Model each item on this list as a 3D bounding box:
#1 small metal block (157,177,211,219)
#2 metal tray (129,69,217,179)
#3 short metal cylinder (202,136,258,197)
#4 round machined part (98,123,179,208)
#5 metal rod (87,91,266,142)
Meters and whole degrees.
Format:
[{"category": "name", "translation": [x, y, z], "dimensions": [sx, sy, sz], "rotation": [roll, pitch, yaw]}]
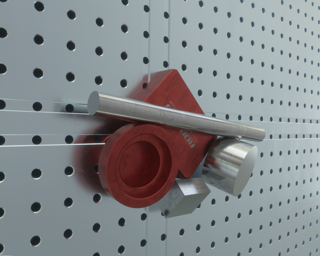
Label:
[{"category": "small metal block", "translation": [0.032, 0.094, 0.421], "dimensions": [0.050, 0.025, 0.050], "rotation": [3, 131, -41]}, {"category": "metal tray", "translation": [0.020, -0.004, 0.426], "dimensions": [0.090, 0.030, 0.130], "rotation": [-51, 120, -28]}, {"category": "short metal cylinder", "translation": [0.105, 0.055, 0.464], "dimensions": [0.081, 0.050, 0.079], "rotation": [-36, 137, -43]}, {"category": "round machined part", "translation": [-0.028, 0.042, 0.370], "dimensions": [0.099, 0.042, 0.097], "rotation": [-5, 99, -34]}, {"category": "metal rod", "translation": [0.047, -0.007, 0.410], "dimensions": [0.302, 0.025, 0.025], "rotation": [9, 84, -40]}]
